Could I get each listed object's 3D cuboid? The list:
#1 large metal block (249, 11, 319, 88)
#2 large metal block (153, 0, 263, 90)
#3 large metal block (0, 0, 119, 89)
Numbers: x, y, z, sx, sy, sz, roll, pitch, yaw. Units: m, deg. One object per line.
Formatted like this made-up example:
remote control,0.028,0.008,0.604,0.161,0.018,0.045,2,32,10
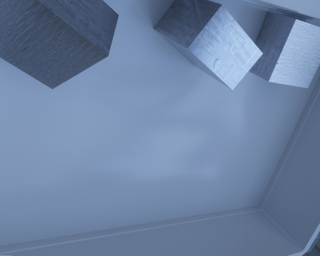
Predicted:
large metal block,0.175,-0.105,0.423,0.081,0.050,0.079,3,117,-30
large metal block,0.051,-0.096,0.341,0.080,0.080,0.050,32,101,-38
large metal block,-0.095,-0.087,0.261,0.080,0.050,0.080,-19,141,36
